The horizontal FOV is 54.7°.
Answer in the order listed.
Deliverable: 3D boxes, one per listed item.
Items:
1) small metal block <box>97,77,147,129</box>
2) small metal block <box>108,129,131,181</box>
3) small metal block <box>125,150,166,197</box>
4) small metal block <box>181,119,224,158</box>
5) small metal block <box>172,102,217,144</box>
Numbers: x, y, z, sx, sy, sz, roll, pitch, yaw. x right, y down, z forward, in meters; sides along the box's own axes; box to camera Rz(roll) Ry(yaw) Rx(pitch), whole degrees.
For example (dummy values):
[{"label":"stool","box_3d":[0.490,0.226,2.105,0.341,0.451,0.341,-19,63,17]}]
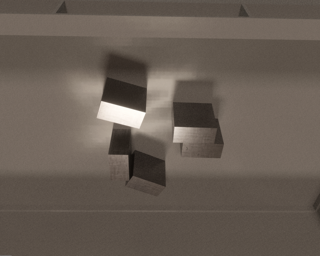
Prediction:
[{"label":"small metal block","box_3d":[-0.044,-0.030,0.366,0.050,0.050,0.025,15,129,-13]},{"label":"small metal block","box_3d":[-0.053,0.036,0.423,0.025,0.050,0.050,2,130,-2]},{"label":"small metal block","box_3d":[-0.020,0.065,0.448,0.050,0.050,0.025,22,127,-18]},{"label":"small metal block","box_3d":[0.052,0.012,0.404,0.050,0.050,0.025,2,130,-2]},{"label":"small metal block","box_3d":[0.041,-0.007,0.387,0.050,0.050,0.025,2,130,-2]}]
